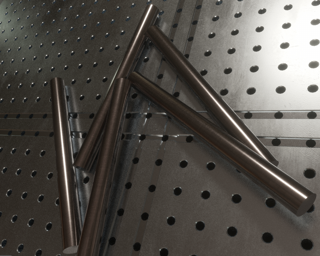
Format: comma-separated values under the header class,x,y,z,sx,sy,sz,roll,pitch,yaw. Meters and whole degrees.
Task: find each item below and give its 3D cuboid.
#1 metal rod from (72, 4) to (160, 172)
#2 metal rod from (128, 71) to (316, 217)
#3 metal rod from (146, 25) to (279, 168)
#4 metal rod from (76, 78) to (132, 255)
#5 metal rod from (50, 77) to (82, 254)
class,x,y,z,sx,sy,sz,roll,pitch,yaw
metal rod,-0.061,-0.074,0.484,0.025,0.025,0.300,7,65,31
metal rod,0.043,-0.004,0.369,0.025,0.025,0.300,-46,46,-4
metal rod,0.051,-0.057,0.415,0.025,0.025,0.300,-35,51,4
metal rod,-0.072,0.068,0.393,0.025,0.025,0.299,-5,62,25
metal rod,-0.143,0.033,0.460,0.025,0.025,0.299,-27,52,11
